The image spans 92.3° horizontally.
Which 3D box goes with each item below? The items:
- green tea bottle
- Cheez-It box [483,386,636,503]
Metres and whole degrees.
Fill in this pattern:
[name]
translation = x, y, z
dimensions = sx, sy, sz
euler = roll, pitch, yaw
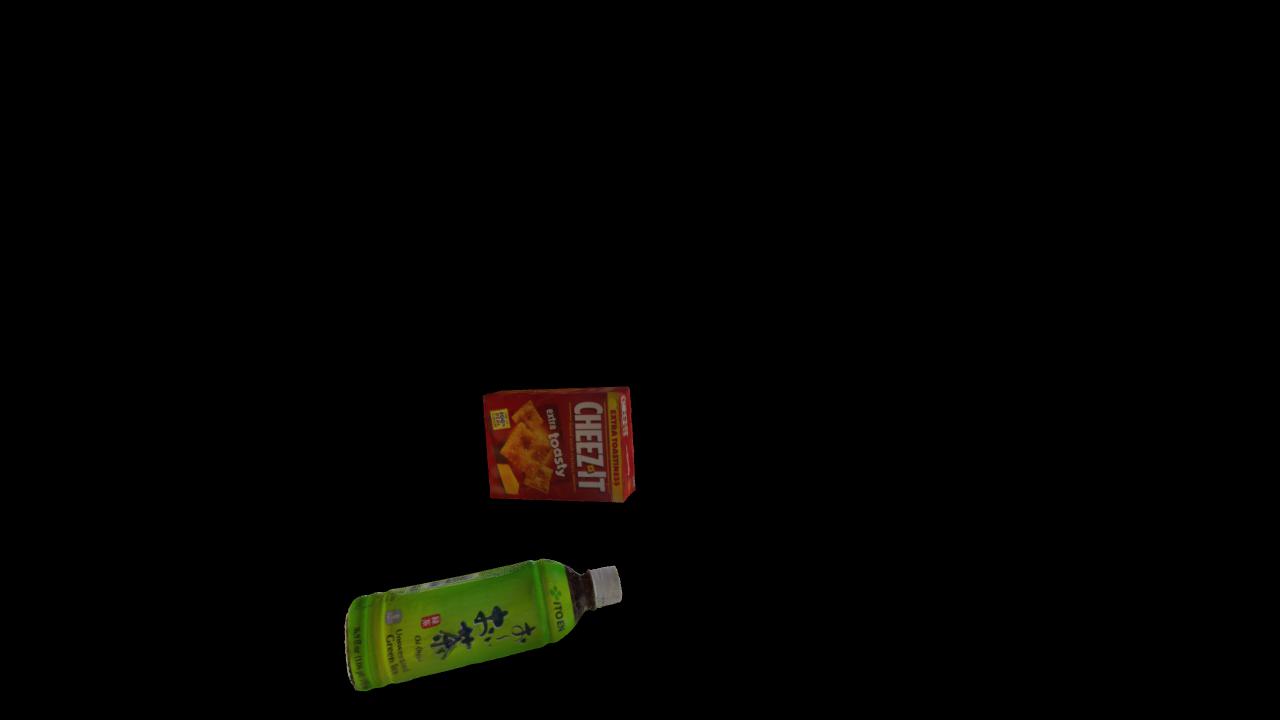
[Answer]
[green tea bottle]
translation = -0.120, 0.204, 0.499
dimensions = 0.212, 0.073, 0.073
euler = -10, 2, -15
[Cheez-It box]
translation = -0.123, 0.128, 0.942
dimensions = 0.223, 0.166, 0.071
euler = -2, 5, 15
